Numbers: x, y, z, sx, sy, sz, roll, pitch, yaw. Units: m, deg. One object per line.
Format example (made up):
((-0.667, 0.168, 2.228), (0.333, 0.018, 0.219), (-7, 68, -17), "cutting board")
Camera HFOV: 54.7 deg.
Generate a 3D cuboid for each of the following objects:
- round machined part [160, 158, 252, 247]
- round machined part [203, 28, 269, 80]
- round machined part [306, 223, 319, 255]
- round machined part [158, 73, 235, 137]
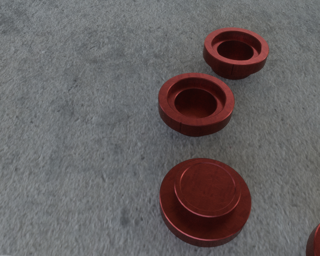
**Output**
((0.049, 0.072, 0.332), (0.099, 0.042, 0.098), (0, 50, 0), "round machined part")
((0.117, -0.114, 0.489), (0.099, 0.042, 0.098), (0, 50, 0), "round machined part")
((0.185, 0.130, 0.285), (0.099, 0.042, 0.098), (0, 50, 0), "round machined part")
((0.047, -0.027, 0.415), (0.099, 0.042, 0.098), (0, 50, 0), "round machined part")
